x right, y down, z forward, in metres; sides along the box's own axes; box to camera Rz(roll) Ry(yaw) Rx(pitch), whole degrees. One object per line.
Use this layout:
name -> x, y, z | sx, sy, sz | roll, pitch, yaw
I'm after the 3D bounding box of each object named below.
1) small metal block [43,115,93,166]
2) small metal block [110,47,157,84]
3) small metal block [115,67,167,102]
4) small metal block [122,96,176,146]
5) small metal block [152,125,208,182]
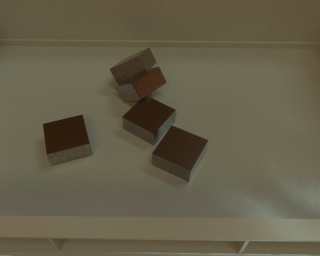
small metal block -> -0.117, 0.015, 0.392 | 0.050, 0.025, 0.050 | -15, 52, -12
small metal block -> -0.039, -0.092, 0.457 | 0.050, 0.025, 0.050 | -19, 20, 24
small metal block -> -0.028, -0.062, 0.440 | 0.050, 0.025, 0.050 | -37, 21, -27
small metal block -> -0.014, -0.011, 0.414 | 0.050, 0.025, 0.050 | 28, 55, 21
small metal block -> 0.025, 0.030, 0.379 | 0.050, 0.025, 0.050 | 23, 54, 18
